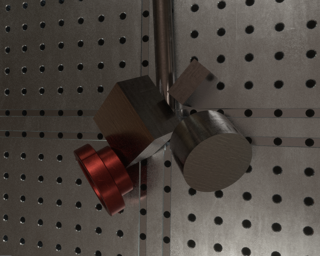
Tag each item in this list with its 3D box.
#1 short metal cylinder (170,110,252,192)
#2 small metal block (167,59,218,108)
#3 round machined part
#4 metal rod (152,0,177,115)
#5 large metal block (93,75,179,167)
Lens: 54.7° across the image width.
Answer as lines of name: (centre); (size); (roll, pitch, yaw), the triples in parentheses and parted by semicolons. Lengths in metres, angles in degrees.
short metal cylinder: (0.057, 0.027, 0.356); (0.080, 0.080, 0.050); (-48, 33, 14)
small metal block: (0.041, -0.054, 0.384); (0.025, 0.050, 0.050); (43, 103, 14)
round machined part: (-0.071, 0.062, 0.408); (0.042, 0.098, 0.098); (-30, 79, -19)
metal rod: (0.003, -0.149, 0.410); (0.025, 0.025, 0.298); (-3, 89, 19)
large metal block: (-0.030, -0.007, 0.391); (0.080, 0.050, 0.080); (56, 137, 11)
